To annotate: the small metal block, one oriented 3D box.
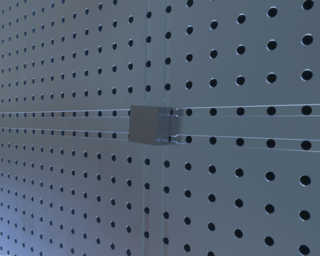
[{"bbox_3d":[-0.015,-0.004,0.419,0.050,0.025,0.050,7,94,39],"label":"small metal block"}]
